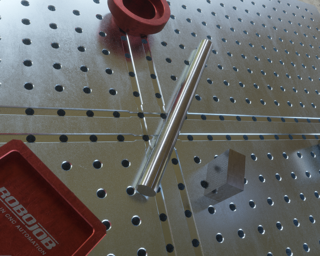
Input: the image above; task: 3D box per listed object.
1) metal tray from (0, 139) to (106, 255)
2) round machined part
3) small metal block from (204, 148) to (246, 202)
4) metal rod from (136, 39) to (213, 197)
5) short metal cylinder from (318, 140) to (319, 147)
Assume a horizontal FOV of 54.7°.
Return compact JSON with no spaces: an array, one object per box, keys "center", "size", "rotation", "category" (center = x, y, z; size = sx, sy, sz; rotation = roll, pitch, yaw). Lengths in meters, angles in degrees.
[{"center":[-0.127,0.084,0.285],"size":[0.130,0.030,0.090],"rotation":[45,51,3],"category":"metal tray"},{"center":[-0.036,-0.185,0.492],"size":[0.099,0.042,0.098],"rotation":[14,56,-21],"category":"round machined part"},{"center":[0.084,0.062,0.401],"size":[0.025,0.050,0.050],"rotation":[25,53,-14],"category":"small metal block"},{"center":[0.032,-0.036,0.448],"size":[0.025,0.025,0.301],"rotation":[31,51,-9],"category":"metal rod"},{"center":[0.323,0.032,0.531],"size":[0.081,0.080,0.050],"rotation":[-3,63,-30],"category":"short metal cylinder"}]
